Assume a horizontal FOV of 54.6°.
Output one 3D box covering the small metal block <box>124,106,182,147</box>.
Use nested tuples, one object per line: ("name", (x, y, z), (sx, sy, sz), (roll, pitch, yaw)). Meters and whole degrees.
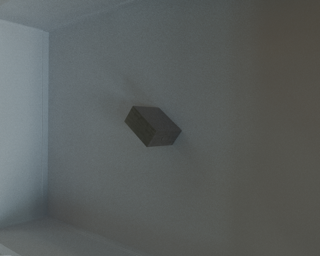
("small metal block", (-0.009, -0.003, 0.399), (0.050, 0.050, 0.025), (46, 118, 30))
